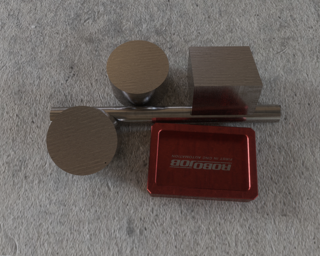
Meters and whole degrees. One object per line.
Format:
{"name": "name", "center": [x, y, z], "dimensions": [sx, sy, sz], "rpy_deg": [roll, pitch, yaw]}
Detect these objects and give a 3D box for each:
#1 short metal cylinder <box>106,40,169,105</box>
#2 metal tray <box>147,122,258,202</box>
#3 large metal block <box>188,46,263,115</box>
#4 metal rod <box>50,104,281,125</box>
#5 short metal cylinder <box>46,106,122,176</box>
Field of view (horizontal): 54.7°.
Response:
{"name": "short metal cylinder", "center": [-0.029, -0.071, 0.422], "dimensions": [0.081, 0.050, 0.080], "rpy_deg": [0, 69, 0]}
{"name": "metal tray", "center": [0.052, 0.043, 0.390], "dimensions": [0.131, 0.030, 0.090], "rpy_deg": [3, 70, 1]}
{"name": "large metal block", "center": [0.080, -0.063, 0.406], "dimensions": [0.081, 0.050, 0.080], "rpy_deg": [-1, 49, -1]}
{"name": "metal rod", "center": [0.008, -0.018, 0.417], "dimensions": [0.302, 0.025, 0.025], "rpy_deg": [-1, 70, -1]}
{"name": "short metal cylinder", "center": [-0.089, 0.014, 0.377], "dimensions": [0.081, 0.050, 0.079], "rpy_deg": [0, 91, -1]}
